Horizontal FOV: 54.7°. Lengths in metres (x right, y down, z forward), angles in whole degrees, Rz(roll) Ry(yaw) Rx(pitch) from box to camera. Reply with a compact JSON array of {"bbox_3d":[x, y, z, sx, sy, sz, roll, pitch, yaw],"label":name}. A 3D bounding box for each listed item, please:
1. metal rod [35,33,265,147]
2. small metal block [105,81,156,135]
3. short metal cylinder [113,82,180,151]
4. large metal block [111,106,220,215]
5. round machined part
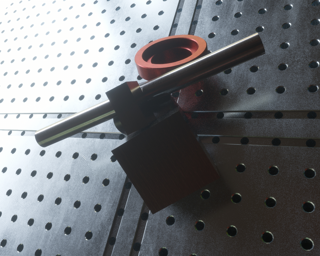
[{"bbox_3d":[-0.024,-0.040,0.379,0.301,0.025,0.025,-22,54,14],"label":"metal rod"},{"bbox_3d":[-0.030,-0.024,0.343,0.025,0.050,0.050,-26,95,12],"label":"small metal block"},{"bbox_3d":[-0.013,-0.014,0.406,0.080,0.050,0.080,-13,56,20],"label":"short metal cylinder"},{"bbox_3d":[0.007,0.032,0.338,0.080,0.050,0.080,-31,97,8],"label":"large metal block"},{"bbox_3d":[0.018,-0.088,0.426,0.098,0.042,0.098,-9,37,7],"label":"round machined part"}]
